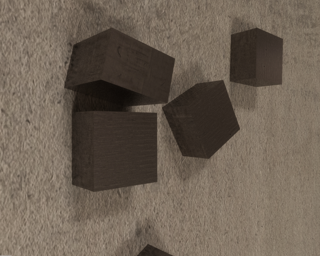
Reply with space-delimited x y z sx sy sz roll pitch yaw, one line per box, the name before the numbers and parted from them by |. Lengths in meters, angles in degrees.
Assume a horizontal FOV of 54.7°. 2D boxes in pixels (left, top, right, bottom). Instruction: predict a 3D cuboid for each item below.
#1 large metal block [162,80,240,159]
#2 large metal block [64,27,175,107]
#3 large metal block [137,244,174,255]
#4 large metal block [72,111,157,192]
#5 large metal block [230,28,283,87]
large metal block | 0.061 -0.013 0.442 0.080 0.050 0.080 -37 113 -34
large metal block | -0.044 -0.059 0.334 0.081 0.080 0.050 16 80 -39
large metal block | -0.010 0.208 0.383 0.080 0.050 0.080 -39 114 -33
large metal block | -0.050 0.022 0.348 0.081 0.050 0.079 -1 91 -40
large metal block | 0.166 -0.117 0.531 0.081 0.050 0.079 3 88 -40
